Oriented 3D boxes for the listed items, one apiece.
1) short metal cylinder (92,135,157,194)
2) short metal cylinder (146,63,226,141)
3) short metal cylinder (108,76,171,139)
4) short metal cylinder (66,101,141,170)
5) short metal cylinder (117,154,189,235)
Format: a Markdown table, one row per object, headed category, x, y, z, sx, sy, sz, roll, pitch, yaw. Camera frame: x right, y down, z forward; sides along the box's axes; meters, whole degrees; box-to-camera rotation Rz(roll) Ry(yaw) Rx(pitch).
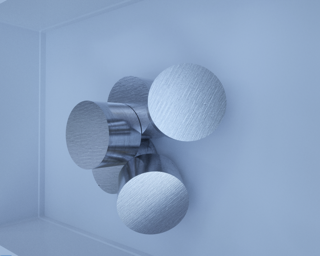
| category | x | y | z | sx | sy | sz | roll | pitch | yaw |
| --- | --- | --- | --- | --- | --- | --- | --- | --- | --- |
| short metal cylinder | -0.050 | 0.047 | 0.428 | 0.080 | 0.050 | 0.079 | 0 | 90 | 39 |
| short metal cylinder | 0.026 | -0.026 | 0.339 | 0.081 | 0.050 | 0.079 | 0 | 89 | -5 |
| short metal cylinder | -0.024 | -0.025 | 0.406 | 0.080 | 0.050 | 0.079 | 0 | 90 | 39 |
| short metal cylinder | -0.070 | 0.008 | 0.377 | 0.080 | 0.050 | 0.079 | 0 | 90 | 39 |
| short metal cylinder | -0.010 | 0.077 | 0.367 | 0.050 | 0.081 | 0.079 | -112 | 39 | -71 |
